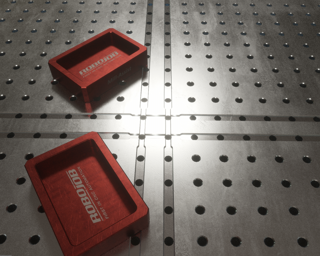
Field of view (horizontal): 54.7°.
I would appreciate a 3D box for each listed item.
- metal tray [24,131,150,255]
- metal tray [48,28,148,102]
[{"bbox_3d":[-0.082,0.071,0.343,0.091,0.030,0.130,-26,55,-21],"label":"metal tray"},{"bbox_3d":[-0.094,-0.104,0.490,0.090,0.030,0.131,36,58,26],"label":"metal tray"}]
